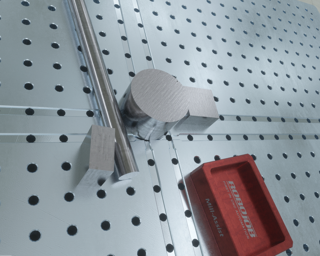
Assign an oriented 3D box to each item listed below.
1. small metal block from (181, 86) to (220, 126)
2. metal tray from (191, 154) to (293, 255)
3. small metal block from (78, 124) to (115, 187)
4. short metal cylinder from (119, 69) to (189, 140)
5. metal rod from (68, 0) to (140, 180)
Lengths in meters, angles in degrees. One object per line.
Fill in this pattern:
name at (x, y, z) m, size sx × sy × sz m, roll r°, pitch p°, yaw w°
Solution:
small metal block at (0.055, -0.032, 0.459) m, size 0.050 × 0.025 × 0.050 m, roll 4°, pitch 60°, yaw -27°
metal tray at (0.104, 0.103, 0.400) m, size 0.091 × 0.030 × 0.130 m, roll -7°, pitch 65°, yaw -32°
small metal block at (-0.069, 0.031, 0.337) m, size 0.025 × 0.050 × 0.050 m, roll 11°, pitch 57°, yaw -23°
short metal cylinder at (-0.009, -0.031, 0.407) m, size 0.081 × 0.050 × 0.080 m, roll 14°, pitch 56°, yaw -21°
metal rod at (-0.083, -0.076, 0.410) m, size 0.025 × 0.025 × 0.299 m, roll -6°, pitch 65°, yaw -31°
